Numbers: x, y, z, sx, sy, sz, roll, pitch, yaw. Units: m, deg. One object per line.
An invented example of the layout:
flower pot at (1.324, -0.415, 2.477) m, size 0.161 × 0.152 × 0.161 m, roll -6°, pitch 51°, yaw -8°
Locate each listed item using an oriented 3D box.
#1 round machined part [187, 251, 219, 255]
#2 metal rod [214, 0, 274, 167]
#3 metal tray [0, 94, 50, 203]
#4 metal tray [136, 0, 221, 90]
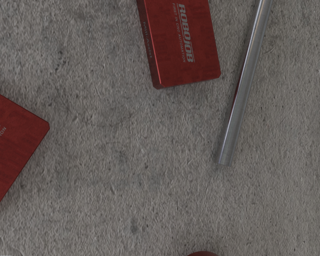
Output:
round machined part at (0.052, 0.216, 0.420) m, size 0.099 × 0.042 × 0.097 m, roll 0°, pitch 90°, yaw -20°
metal rod at (0.129, -0.091, 0.456) m, size 0.025 × 0.025 × 0.299 m, roll 18°, pitch 84°, yaw -19°
metal tray at (-0.194, 0.027, 0.335) m, size 0.090 × 0.030 × 0.130 m, roll 34°, pitch 79°, yaw -17°
metal tray at (0.026, -0.123, 0.416) m, size 0.091 × 0.030 × 0.129 m, roll -13°, pitch 94°, yaw -20°
